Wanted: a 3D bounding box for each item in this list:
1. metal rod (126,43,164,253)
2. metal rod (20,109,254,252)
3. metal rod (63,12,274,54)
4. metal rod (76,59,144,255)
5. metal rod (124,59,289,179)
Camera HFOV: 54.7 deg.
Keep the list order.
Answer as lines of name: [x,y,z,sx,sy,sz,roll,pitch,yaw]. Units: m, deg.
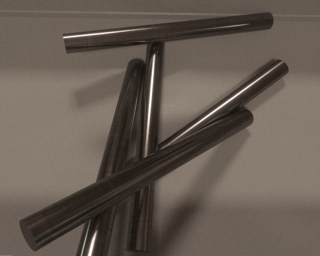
metal rod: [-0.014,-0.005,0.390,0.025,0.025,0.299,3,62,1]
metal rod: [0.010,0.031,0.320,0.302,0.025,0.025,-23,69,-41]
metal rod: [0.022,-0.136,0.434,0.302,0.025,0.025,-11,70,-14]
metal rod: [-0.046,0.019,0.339,0.025,0.025,0.300,5,46,1]
metal rod: [0.054,-0.003,0.411,0.301,0.025,0.025,-35,74,-12]
